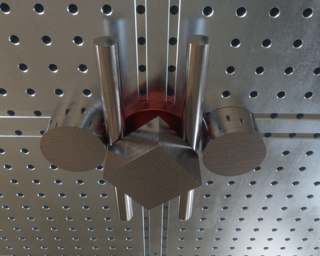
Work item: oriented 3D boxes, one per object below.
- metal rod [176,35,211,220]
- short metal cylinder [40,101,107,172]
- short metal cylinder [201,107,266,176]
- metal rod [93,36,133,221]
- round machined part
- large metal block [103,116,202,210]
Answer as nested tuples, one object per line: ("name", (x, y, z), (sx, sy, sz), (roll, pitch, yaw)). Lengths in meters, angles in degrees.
("metal rod", (0.039, 0.025, 0.406), (0.025, 0.025, 0.298), (0, 130, 0))
("short metal cylinder", (-0.108, 0.012, 0.404), (0.081, 0.050, 0.079), (0, 130, 0))
("short metal cylinder", (0.094, 0.019, 0.411), (0.081, 0.050, 0.079), (0, 130, 0))
("metal rod", (-0.055, 0.027, 0.406), (0.025, 0.025, 0.298), (0, 130, 0))
("round machined part", (-0.008, 0.014, 0.413), (0.099, 0.042, 0.097), (0, 130, 0))
("large metal block", (-0.008, 0.045, 0.371), (0.080, 0.050, 0.080), (-31, 124, 23))
